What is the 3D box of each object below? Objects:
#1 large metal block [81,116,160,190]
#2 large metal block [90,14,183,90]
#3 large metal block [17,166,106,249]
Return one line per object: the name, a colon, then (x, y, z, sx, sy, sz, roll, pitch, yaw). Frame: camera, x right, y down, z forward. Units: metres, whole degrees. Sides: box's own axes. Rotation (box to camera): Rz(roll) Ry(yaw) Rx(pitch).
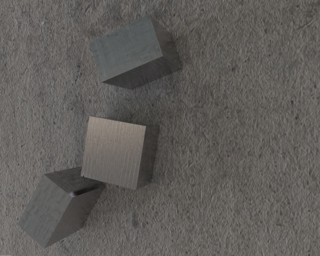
large metal block: (-0.052, 0.030, 0.414, 0.080, 0.050, 0.079, 10, 93, 19)
large metal block: (-0.026, -0.090, 0.389, 0.080, 0.080, 0.050, -19, 84, 19)
large metal block: (-0.132, 0.105, 0.426, 0.050, 0.080, 0.080, 33, 101, 17)
